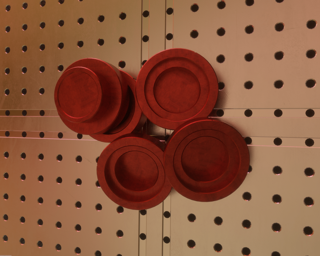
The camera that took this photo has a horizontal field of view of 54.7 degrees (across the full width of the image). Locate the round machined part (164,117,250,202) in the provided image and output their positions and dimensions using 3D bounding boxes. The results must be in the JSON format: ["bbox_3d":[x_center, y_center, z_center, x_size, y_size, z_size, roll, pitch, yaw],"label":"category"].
[{"bbox_3d":[0.053,0.035,0.372,0.099,0.042,0.097,0,100,-2],"label":"round machined part"}]

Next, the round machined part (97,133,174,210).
[{"bbox_3d":[-0.028,0.053,0.403,0.098,0.042,0.097,2,104,9],"label":"round machined part"}]

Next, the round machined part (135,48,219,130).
[{"bbox_3d":[0.021,-0.046,0.386,0.099,0.042,0.097,0,91,3],"label":"round machined part"}]

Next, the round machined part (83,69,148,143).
[{"bbox_3d":[-0.060,-0.030,0.423,0.098,0.042,0.097,0,90,19],"label":"round machined part"}]

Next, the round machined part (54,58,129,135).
[{"bbox_3d":[-0.092,-0.040,0.390,0.098,0.042,0.097,0,90,19],"label":"round machined part"}]
